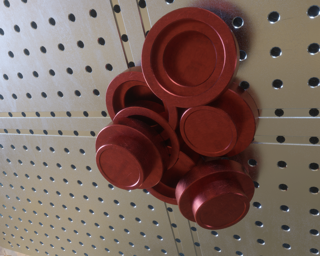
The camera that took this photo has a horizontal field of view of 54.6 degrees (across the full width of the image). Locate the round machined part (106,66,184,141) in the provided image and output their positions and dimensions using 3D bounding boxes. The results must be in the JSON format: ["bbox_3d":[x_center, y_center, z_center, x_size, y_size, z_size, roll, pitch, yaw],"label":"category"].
[{"bbox_3d":[-0.015,-0.031,0.390,0.098,0.042,0.097,13,124,21],"label":"round machined part"}]

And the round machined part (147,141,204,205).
[{"bbox_3d":[0.019,0.054,0.424,0.098,0.042,0.097,13,124,21],"label":"round machined part"}]

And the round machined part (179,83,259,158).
[{"bbox_3d":[0.062,-0.005,0.364,0.098,0.042,0.097,13,124,21],"label":"round machined part"}]

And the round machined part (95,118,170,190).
[{"bbox_3d":[-0.041,0.039,0.392,0.098,0.042,0.097,13,124,21],"label":"round machined part"}]

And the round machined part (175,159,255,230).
[{"bbox_3d":[0.072,0.089,0.386,0.099,0.042,0.097,-6,127,-8],"label":"round machined part"}]

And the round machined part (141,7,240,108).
[{"bbox_3d":[0.034,-0.071,0.324,0.098,0.042,0.097,3,99,21],"label":"round machined part"}]

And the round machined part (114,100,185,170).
[{"bbox_3d":[-0.012,0.007,0.411,0.098,0.042,0.097,13,124,21],"label":"round machined part"}]
